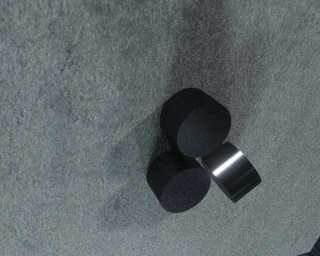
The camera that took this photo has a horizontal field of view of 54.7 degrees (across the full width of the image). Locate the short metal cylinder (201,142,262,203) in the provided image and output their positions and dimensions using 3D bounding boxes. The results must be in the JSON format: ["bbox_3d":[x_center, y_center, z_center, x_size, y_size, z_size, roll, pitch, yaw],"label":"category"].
[{"bbox_3d":[0.108,0.067,0.474,0.050,0.080,0.080,-38,130,-3],"label":"short metal cylinder"}]

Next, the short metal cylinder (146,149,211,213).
[{"bbox_3d":[0.027,0.077,0.455,0.081,0.050,0.079,-14,125,-21],"label":"short metal cylinder"}]

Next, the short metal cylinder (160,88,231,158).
[{"bbox_3d":[0.047,-0.007,0.414,0.081,0.050,0.079,-14,125,-21],"label":"short metal cylinder"}]
